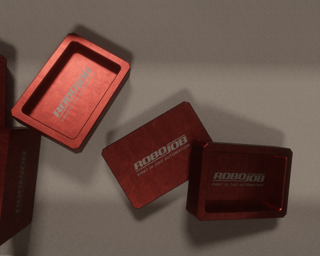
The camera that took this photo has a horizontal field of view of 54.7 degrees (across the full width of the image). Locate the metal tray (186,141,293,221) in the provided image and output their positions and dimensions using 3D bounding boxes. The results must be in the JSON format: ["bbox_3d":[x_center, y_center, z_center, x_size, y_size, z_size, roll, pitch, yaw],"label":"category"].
[{"bbox_3d":[0.101,0.065,0.387,0.131,0.030,0.089,5,91,-21],"label":"metal tray"}]

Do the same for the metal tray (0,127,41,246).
[{"bbox_3d":[-0.183,0.064,0.376,0.030,0.090,0.129,6,90,0],"label":"metal tray"}]

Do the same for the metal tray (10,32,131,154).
[{"bbox_3d":[-0.107,-0.045,0.388,0.090,0.030,0.130,29,72,-1],"label":"metal tray"}]

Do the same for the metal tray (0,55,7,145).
[{"bbox_3d":[-0.243,-0.029,0.384,0.091,0.030,0.129,1,90,-31],"label":"metal tray"}]

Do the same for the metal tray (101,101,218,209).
[{"bbox_3d":[0.002,0.035,0.409,0.130,0.030,0.090,-31,90,-1],"label":"metal tray"}]
